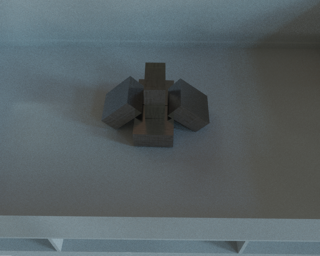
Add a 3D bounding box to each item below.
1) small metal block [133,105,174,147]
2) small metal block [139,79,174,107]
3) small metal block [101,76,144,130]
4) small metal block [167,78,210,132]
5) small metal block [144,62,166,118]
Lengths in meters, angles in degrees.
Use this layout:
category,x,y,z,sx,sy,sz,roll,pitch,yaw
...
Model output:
category,x,y,z,sx,sy,sz,roll,pitch,yaw
small metal block,-0.007,-0.003,0.405,0.050,0.025,0.050,2,50,2
small metal block,-0.006,-0.042,0.437,0.050,0.025,0.050,2,50,1
small metal block,-0.049,-0.033,0.412,0.050,0.025,0.050,-30,41,32
small metal block,0.038,-0.030,0.413,0.050,0.025,0.050,29,44,-28
small metal block,-0.006,-0.047,0.393,0.025,0.050,0.050,1,50,0
